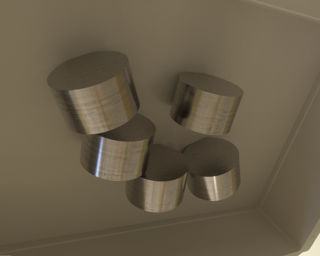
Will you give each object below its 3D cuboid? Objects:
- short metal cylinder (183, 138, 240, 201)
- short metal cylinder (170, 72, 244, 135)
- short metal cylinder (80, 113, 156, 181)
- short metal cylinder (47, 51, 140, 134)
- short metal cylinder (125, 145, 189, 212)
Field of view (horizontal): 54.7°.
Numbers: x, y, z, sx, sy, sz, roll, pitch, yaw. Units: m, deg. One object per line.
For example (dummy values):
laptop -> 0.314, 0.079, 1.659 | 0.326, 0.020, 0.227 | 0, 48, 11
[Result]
short metal cylinder -> 0.076, 0.059, 0.453 | 0.081, 0.080, 0.050 | -24, 128, -14
short metal cylinder -> 0.057, -0.032, 0.386 | 0.081, 0.080, 0.050 | -1, 119, -29
short metal cylinder -> -0.049, 0.017, 0.358 | 0.081, 0.080, 0.050 | -2, 119, -28
short metal cylinder -> -0.065, -0.038, 0.315 | 0.081, 0.080, 0.050 | -24, 127, -14
short metal cylinder -> -0.005, 0.065, 0.412 | 0.081, 0.080, 0.050 | -8, 122, -25
